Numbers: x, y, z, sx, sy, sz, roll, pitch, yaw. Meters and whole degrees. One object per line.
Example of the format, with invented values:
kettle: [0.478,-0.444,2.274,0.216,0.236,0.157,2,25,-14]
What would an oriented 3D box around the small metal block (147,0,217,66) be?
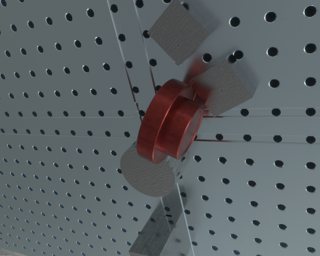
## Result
small metal block: [0.023,-0.105,0.333,0.050,0.025,0.050,45,129,-4]

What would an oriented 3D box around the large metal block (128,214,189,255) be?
large metal block: [0.001,0.200,0.497,0.050,0.080,0.080,0,118,28]

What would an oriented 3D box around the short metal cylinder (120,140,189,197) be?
short metal cylinder: [-0.007,0.048,0.427,0.080,0.050,0.079,13,124,20]

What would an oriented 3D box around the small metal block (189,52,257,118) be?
small metal block: [0.070,-0.047,0.345,0.050,0.025,0.050,-30,102,37]

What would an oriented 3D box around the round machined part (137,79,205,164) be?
round machined part: [0.017,-0.003,0.351,0.042,0.098,0.097,25,127,16]
